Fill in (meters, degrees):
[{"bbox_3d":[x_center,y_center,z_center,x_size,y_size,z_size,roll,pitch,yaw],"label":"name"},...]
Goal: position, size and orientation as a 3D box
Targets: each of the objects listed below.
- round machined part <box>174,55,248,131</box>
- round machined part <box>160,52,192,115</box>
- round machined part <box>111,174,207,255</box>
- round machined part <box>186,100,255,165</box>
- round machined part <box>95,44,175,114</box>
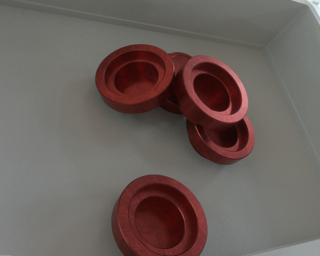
[{"bbox_3d":[0.060,-0.040,0.395,0.099,0.042,0.098,15,57,-24],"label":"round machined part"},{"bbox_3d":[0.029,-0.072,0.454,0.099,0.042,0.098,14,56,-21],"label":"round machined part"},{"bbox_3d":[-0.004,0.101,0.324,0.099,0.042,0.098,16,46,-17],"label":"round machined part"},{"bbox_3d":[0.079,0.007,0.433,0.099,0.042,0.098,14,57,-21],"label":"round machined part"},{"bbox_3d":[-0.029,-0.058,0.396,0.099,0.042,0.098,-4,58,6],"label":"round machined part"}]
